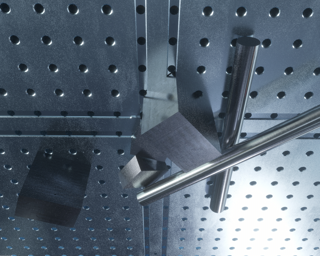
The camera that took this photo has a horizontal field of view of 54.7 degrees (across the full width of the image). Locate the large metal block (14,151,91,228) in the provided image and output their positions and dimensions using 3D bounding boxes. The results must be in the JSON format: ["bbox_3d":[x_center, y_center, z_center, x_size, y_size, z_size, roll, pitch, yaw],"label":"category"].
[{"bbox_3d":[-0.152,0.088,0.449,0.081,0.080,0.050,18,128,-15],"label":"large metal block"}]

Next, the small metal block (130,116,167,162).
[{"bbox_3d":[-0.010,0.016,0.425,0.050,0.025,0.050,14,129,-12],"label":"small metal block"}]

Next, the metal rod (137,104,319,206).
[{"bbox_3d":[0.093,0.039,0.411,0.300,0.025,0.025,-29,124,23],"label":"metal rod"}]

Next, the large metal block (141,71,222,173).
[{"bbox_3d":[0.025,-0.007,0.370,0.050,0.080,0.080,-32,123,24],"label":"large metal block"}]

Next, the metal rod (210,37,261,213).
[{"bbox_3d":[0.096,0.020,0.429,0.025,0.025,0.298,0,130,0],"label":"metal rod"}]

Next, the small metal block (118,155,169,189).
[{"bbox_3d":[-0.025,0.064,0.451,0.050,0.025,0.050,6,140,-41],"label":"small metal block"}]
